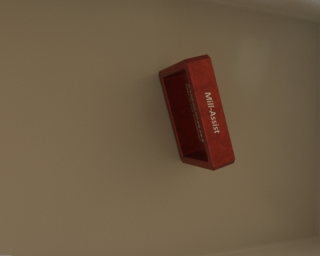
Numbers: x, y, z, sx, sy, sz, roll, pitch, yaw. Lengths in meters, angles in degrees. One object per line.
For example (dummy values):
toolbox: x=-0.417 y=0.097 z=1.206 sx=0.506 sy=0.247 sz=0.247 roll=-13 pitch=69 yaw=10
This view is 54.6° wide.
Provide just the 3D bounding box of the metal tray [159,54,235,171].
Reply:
metal tray: x=0.043 y=-0.017 z=0.388 sx=0.030 sy=0.090 sz=0.129 roll=-17 pitch=96 yaw=-20
